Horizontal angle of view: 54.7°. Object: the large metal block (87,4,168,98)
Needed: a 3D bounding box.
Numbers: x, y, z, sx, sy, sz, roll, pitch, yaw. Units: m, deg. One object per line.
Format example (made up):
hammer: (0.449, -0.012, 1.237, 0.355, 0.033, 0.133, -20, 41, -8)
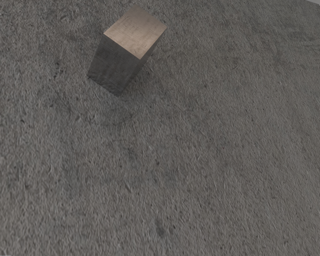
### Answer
large metal block: (-0.044, -0.100, 0.406, 0.050, 0.080, 0.080, 35, 51, -5)
